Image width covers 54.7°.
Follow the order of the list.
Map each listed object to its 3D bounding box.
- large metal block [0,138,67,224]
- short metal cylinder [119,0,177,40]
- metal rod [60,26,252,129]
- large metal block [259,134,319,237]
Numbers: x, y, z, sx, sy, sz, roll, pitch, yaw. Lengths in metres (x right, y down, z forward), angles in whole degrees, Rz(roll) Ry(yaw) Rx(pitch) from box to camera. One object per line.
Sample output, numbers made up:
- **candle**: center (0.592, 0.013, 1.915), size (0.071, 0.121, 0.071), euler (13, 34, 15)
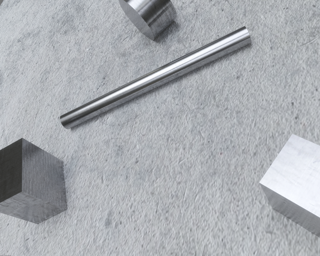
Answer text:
- **large metal block**: center (-0.174, 0.073, 0.415), size (0.050, 0.080, 0.080), euler (-28, 52, 11)
- **short metal cylinder**: center (-0.019, -0.189, 0.495), size (0.050, 0.080, 0.080), euler (-44, 51, -2)
- **metal rod**: center (-0.015, -0.068, 0.453), size (0.300, 0.025, 0.025), euler (-24, 53, 13)
- **large metal block**: center (0.139, 0.059, 0.260), size (0.080, 0.080, 0.050), euler (30, 79, 37)
